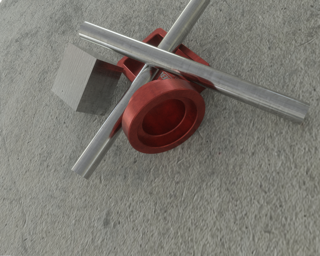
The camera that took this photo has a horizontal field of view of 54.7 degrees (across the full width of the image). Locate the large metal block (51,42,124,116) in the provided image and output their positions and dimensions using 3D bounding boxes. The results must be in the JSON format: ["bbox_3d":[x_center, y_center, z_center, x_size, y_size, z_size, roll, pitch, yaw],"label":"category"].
[{"bbox_3d":[-0.112,-0.074,0.471,0.080,0.050,0.080,35,106,38],"label":"large metal block"}]

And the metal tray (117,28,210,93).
[{"bbox_3d":[0.004,-0.082,0.447,0.090,0.030,0.130,-41,51,0],"label":"metal tray"}]

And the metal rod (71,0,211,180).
[{"bbox_3d":[-0.018,-0.065,0.413,0.025,0.025,0.300,24,74,36],"label":"metal rod"}]

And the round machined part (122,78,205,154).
[{"bbox_3d":[0.001,-0.018,0.367,0.098,0.098,0.042,-36,52,4],"label":"round machined part"}]

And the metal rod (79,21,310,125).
[{"bbox_3d":[0.026,-0.075,0.380,0.301,0.025,0.025,25,75,18],"label":"metal rod"}]
